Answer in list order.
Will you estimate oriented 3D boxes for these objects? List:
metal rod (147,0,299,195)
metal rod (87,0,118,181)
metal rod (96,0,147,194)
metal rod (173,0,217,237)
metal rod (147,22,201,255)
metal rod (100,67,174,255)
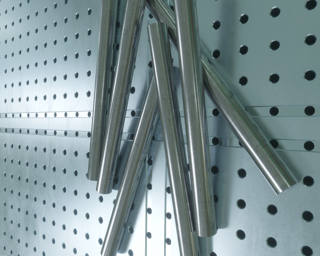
[{"bbox_3d":[0.056,-0.060,0.363,0.025,0.025,0.299,-45,63,31],"label":"metal rod"},{"bbox_3d":[-0.089,-0.067,0.484,0.025,0.025,0.298,9,96,40],"label":"metal rod"},{"bbox_3d":[-0.057,-0.043,0.440,0.025,0.025,0.298,25,111,37],"label":"metal rod"},{"bbox_3d":[0.039,-0.025,0.350,0.025,0.025,0.298,-1,98,40],"label":"metal rod"},{"bbox_3d":[0.018,0.023,0.379,0.025,0.025,0.298,-9,89,40],"label":"metal rod"},{"bbox_3d":[-0.036,0.055,0.440,0.025,0.025,0.298,28,107,37],"label":"metal rod"}]
